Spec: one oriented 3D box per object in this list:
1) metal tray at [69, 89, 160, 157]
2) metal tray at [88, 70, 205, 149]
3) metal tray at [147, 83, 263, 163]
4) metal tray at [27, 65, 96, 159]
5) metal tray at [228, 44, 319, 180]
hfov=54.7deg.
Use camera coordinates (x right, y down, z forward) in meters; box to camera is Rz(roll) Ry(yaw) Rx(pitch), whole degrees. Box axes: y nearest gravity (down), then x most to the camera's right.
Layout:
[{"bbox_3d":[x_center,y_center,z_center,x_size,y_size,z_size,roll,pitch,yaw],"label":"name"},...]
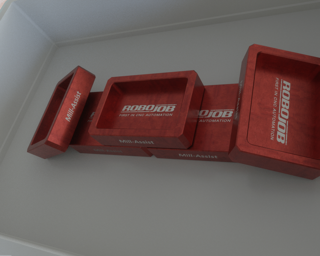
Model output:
[{"bbox_3d":[-0.061,-0.009,0.439,0.130,0.030,0.090,0,62,28],"label":"metal tray"},{"bbox_3d":[-0.018,-0.023,0.385,0.130,0.030,0.090,1,61,28],"label":"metal tray"},{"bbox_3d":[0.054,-0.007,0.378,0.130,0.030,0.090,0,62,28],"label":"metal tray"},{"bbox_3d":[-0.150,-0.022,0.470,0.090,0.030,0.130,-17,50,50],"label":"metal tray"},{"bbox_3d":[0.127,-0.020,0.322,0.090,0.030,0.130,13,65,3],"label":"metal tray"}]
